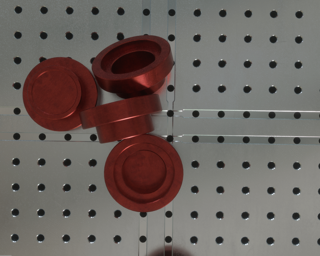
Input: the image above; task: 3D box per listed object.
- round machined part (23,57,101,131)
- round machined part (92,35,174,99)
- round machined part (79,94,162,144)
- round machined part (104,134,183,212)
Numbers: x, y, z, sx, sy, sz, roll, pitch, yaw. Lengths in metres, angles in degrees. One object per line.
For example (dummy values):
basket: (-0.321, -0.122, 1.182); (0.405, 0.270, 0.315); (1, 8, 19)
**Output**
round machined part: (-0.130, -0.044, 0.404); (0.099, 0.042, 0.097); (0, 90, 0)
round machined part: (-0.031, -0.073, 0.387); (0.098, 0.098, 0.042); (-17, 132, 0)
round machined part: (-0.045, -0.009, 0.377); (0.098, 0.098, 0.042); (-13, 93, 0)
round machined part: (-0.020, 0.055, 0.404); (0.099, 0.042, 0.097); (0, 91, -1)
